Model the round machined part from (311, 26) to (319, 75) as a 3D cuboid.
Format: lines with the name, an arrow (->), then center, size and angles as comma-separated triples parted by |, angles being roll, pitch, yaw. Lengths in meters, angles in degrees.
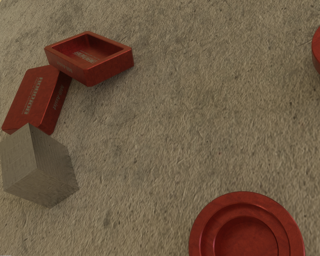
round machined part -> 0.216, -0.081, 0.329 | 0.098, 0.042, 0.098 | -13, 56, 20

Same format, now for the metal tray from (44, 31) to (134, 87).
metal tray -> -0.117, -0.118, 0.507 | 0.091, 0.030, 0.130 | -34, 46, -30

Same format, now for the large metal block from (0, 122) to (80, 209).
large metal block -> -0.163, 0.052, 0.420 | 0.050, 0.080, 0.080 | -34, 52, 6

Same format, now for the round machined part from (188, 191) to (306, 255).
round machined part -> 0.079, 0.111, 0.283 | 0.098, 0.042, 0.098 | -13, 56, 20

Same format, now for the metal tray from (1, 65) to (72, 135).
metal tray -> -0.211, -0.049, 0.539 | 0.090, 0.030, 0.130 | -4, 60, 25
